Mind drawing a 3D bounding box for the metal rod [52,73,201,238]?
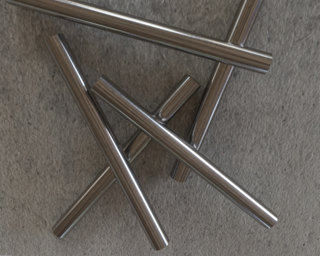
[{"bbox_3d":[-0.054,0.047,0.426,0.025,0.025,0.299,38,105,-13],"label":"metal rod"}]

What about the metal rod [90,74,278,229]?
[{"bbox_3d":[0.040,0.038,0.396,0.301,0.025,0.025,39,105,-14],"label":"metal rod"}]

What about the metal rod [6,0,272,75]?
[{"bbox_3d":[-0.023,-0.113,0.352,0.302,0.025,0.025,15,109,0],"label":"metal rod"}]

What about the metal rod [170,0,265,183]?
[{"bbox_3d":[0.075,-0.063,0.387,0.025,0.025,0.298,18,109,-7],"label":"metal rod"}]

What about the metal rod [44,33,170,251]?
[{"bbox_3d":[-0.063,0.025,0.394,0.025,0.025,0.299,-24,100,8],"label":"metal rod"}]
